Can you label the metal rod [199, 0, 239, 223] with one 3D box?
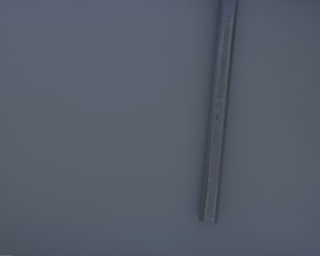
[{"bbox_3d":[0.078,-0.025,0.412,0.025,0.025,0.298,6,90,-1],"label":"metal rod"}]
